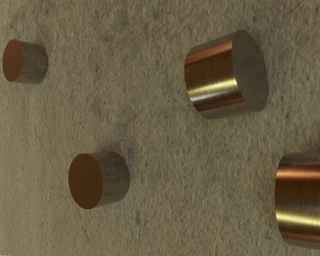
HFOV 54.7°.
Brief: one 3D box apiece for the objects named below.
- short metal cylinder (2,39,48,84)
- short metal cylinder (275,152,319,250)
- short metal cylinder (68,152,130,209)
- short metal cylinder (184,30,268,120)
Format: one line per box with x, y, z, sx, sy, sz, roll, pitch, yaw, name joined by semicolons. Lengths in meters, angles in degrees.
-0.262;-0.127;0.601;0.080;0.050;0.079;0;90;39;short metal cylinder
0.135;0.060;0.257;0.050;0.081;0.080;-6;86;39;short metal cylinder
-0.092;0.076;0.462;0.080;0.050;0.079;0;90;39;short metal cylinder
0.069;-0.051;0.311;0.050;0.081;0.080;-11;83;39;short metal cylinder
